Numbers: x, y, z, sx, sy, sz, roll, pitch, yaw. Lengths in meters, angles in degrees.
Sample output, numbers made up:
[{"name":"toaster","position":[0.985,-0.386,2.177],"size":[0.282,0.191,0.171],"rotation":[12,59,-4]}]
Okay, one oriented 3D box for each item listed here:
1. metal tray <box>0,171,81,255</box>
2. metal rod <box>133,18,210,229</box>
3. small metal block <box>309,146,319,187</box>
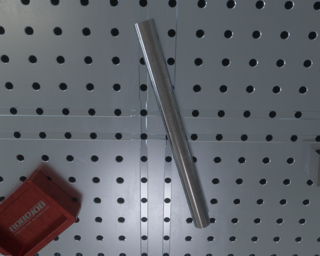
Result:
[{"name":"metal tray","position":[-0.195,0.135,0.458],"size":[0.130,0.030,0.090],"rotation":[-40,106,13]},{"name":"metal rod","position":[0.022,0.008,0.416],"size":[0.025,0.025,0.298],"rotation":[-15,110,5]},{"name":"small metal block","position":[0.241,0.052,0.434],"size":[0.050,0.025,0.050],"rotation":[-6,110,2]}]
